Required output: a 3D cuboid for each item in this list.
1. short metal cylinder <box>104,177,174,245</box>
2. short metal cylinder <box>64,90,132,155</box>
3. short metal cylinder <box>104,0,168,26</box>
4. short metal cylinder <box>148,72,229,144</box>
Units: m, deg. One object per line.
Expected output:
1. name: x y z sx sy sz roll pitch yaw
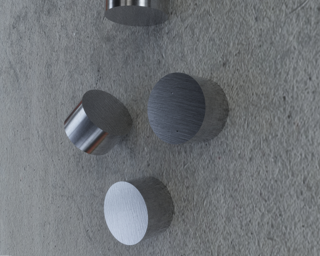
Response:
1. short metal cylinder: -0.029 0.108 0.413 0.080 0.050 0.080 0 90 40
2. short metal cylinder: -0.087 -0.008 0.441 0.050 0.081 0.080 -43 64 32
3. short metal cylinder: -0.029 -0.166 0.394 0.080 0.081 0.050 3 92 40
4. short metal cylinder: 0.032 -0.022 0.362 0.080 0.050 0.080 0 90 40
